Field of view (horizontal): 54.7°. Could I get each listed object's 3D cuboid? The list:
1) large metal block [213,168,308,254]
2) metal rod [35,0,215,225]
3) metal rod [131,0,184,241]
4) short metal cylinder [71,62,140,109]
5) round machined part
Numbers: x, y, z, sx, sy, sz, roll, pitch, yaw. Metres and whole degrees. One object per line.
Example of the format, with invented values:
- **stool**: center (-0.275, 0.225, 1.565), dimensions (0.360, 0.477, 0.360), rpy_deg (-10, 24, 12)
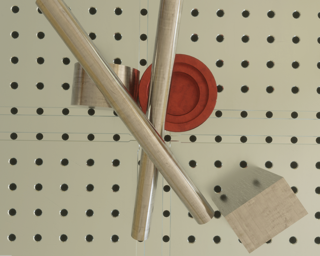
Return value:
- **large metal block**: center (0.119, 0.098, 0.388), dimensions (0.080, 0.080, 0.050), rpy_deg (-34, 90, 0)
- **metal rod**: center (-0.030, -0.012, 0.342), dimensions (0.025, 0.025, 0.299), rpy_deg (-35, 102, 0)
- **metal rod**: center (-0.007, 0.002, 0.373), dimensions (0.025, 0.025, 0.298), rpy_deg (8, 106, -1)
- **short metal cylinder**: center (-0.067, -0.049, 0.385), dimensions (0.081, 0.080, 0.050), rpy_deg (5, 90, -1)
- **round machined part**: center (0.022, -0.044, 0.405), dimensions (0.099, 0.042, 0.097), rpy_deg (0, 91, 0)
